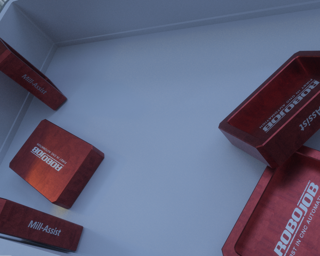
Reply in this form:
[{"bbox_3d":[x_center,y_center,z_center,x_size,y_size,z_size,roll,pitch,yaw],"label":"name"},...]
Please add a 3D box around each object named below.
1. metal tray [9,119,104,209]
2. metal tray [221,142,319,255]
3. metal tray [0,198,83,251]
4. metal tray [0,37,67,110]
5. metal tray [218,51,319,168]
[{"bbox_3d":[-0.154,0.048,0.454,0.130,0.030,0.090,23,74,36],"label":"metal tray"},{"bbox_3d":[0.128,0.084,0.283,0.090,0.030,0.130,24,74,36],"label":"metal tray"},{"bbox_3d":[-0.165,0.109,0.358,0.090,0.130,0.030,-1,62,28],"label":"metal tray"},{"bbox_3d":[-0.222,-0.091,0.511,0.030,0.130,0.090,-47,51,-4],"label":"metal tray"},{"bbox_3d":[0.133,-0.026,0.320,0.130,0.030,0.090,-43,19,-2],"label":"metal tray"}]
